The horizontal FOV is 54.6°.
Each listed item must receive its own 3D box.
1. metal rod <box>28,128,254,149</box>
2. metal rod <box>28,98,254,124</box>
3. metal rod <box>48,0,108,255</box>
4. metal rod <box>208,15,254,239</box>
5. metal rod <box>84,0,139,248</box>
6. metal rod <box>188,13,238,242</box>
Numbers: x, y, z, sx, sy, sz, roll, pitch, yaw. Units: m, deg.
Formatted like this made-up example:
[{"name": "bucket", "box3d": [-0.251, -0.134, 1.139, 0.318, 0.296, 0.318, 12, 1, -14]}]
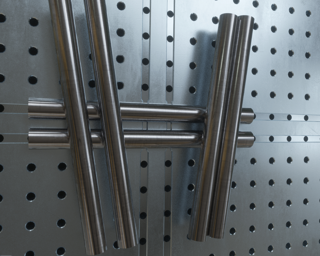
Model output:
[{"name": "metal rod", "box3d": [-0.009, 0.015, 0.410, 0.302, 0.025, 0.025, 1, 90, -20]}, {"name": "metal rod", "box3d": [-0.009, -0.020, 0.409, 0.302, 0.025, 0.025, 1, 90, -20]}, {"name": "metal rod", "box3d": [-0.093, -0.006, 0.352, 0.025, 0.025, 0.298, -9, 93, -20]}, {"name": "metal rod", "box3d": [0.096, -0.004, 0.422, 0.025, 0.025, 0.299, 10, 87, -20]}, {"name": "metal rod", "box3d": [-0.057, -0.009, 0.365, 0.025, 0.025, 0.298, -8, 93, -20]}, {"name": "metal rod", "box3d": [0.071, -0.003, 0.413, 0.025, 0.025, 0.299, 10, 87, -20]}]
